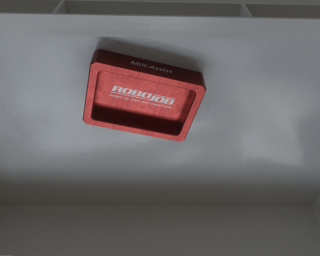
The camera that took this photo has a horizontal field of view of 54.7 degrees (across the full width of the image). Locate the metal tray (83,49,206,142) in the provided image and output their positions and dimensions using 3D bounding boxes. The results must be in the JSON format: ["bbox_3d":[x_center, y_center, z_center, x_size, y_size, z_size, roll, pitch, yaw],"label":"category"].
[{"bbox_3d":[-0.021,-0.035,0.375,0.131,0.030,0.089,11,129,-10],"label":"metal tray"}]
